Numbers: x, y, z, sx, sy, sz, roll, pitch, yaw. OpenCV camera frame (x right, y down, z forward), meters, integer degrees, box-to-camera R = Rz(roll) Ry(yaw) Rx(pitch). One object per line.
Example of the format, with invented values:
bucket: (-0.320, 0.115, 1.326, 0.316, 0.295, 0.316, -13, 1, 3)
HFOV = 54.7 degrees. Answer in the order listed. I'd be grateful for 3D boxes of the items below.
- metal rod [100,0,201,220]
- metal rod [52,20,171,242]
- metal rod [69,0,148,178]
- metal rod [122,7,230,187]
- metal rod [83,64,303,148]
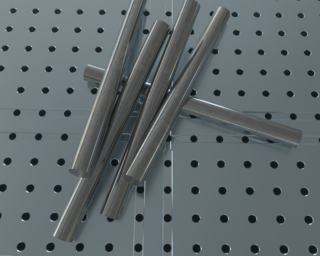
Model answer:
metal rod: (-0.009, -0.032, 0.399, 0.025, 0.025, 0.299, 20, 80, 6)
metal rod: (-0.056, -0.005, 0.393, 0.025, 0.025, 0.299, 22, 78, 7)
metal rod: (-0.059, -0.077, 0.411, 0.025, 0.025, 0.300, 10, 60, 3)
metal rod: (0.033, -0.059, 0.408, 0.025, 0.025, 0.300, 24, 62, 8)
metal rod: (0.040, -0.032, 0.423, 0.301, 0.025, 0.025, 18, 71, 6)
